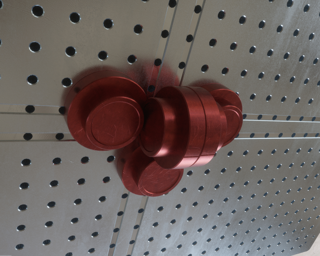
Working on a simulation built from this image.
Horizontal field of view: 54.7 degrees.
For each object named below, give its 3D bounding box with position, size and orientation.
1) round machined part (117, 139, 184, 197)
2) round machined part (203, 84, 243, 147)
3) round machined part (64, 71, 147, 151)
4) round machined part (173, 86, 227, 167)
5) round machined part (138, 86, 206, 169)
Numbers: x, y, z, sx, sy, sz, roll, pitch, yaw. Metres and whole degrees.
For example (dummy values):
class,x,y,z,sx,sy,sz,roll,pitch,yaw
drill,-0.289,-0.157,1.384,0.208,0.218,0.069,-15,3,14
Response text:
class,x,y,z,sx,sy,sz,roll,pitch,yaw
round machined part,-0.006,0.057,0.433,0.099,0.042,0.097,-14,125,-21
round machined part,0.077,-0.010,0.437,0.099,0.042,0.097,-14,125,-21
round machined part,-0.058,-0.014,0.361,0.099,0.042,0.097,-14,125,-21
round machined part,0.045,-0.002,0.382,0.042,0.098,0.097,-1,119,-29
round machined part,0.006,-0.001,0.360,0.042,0.098,0.097,1,118,-30
